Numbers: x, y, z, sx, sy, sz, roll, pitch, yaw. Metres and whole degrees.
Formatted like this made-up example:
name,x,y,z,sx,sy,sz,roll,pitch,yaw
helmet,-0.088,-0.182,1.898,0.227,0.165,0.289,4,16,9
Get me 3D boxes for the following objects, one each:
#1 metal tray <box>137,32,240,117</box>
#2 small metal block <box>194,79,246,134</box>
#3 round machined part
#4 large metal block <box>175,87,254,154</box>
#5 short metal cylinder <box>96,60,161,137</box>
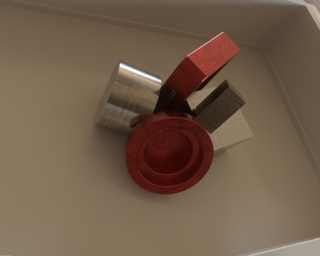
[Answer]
name,x,y,z,sx,sy,sz,roll,pitch,yaw
metal tray,0.032,-0.053,0.387,0.030,0.129,0.091,47,51,3
small metal block,0.067,-0.026,0.354,0.025,0.050,0.050,44,19,-7
round machined part,0.009,0.025,0.360,0.099,0.097,0.042,19,19,-18
large metal block,0.066,-0.006,0.419,0.081,0.050,0.080,-15,74,-34
short metal cylinder,-0.039,-0.034,0.369,0.050,0.080,0.080,21,54,-17
